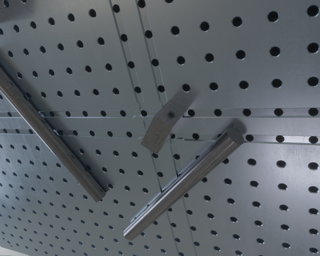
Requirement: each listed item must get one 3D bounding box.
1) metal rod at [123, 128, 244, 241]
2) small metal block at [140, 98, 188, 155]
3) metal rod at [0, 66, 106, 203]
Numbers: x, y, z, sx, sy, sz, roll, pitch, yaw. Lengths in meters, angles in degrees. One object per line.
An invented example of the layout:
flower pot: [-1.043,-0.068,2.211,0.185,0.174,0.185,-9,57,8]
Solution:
metal rod: [0.018,0.100,0.463,0.025,0.025,0.298,40,129,1]
small metal block: [0.005,-0.002,0.391,0.025,0.050,0.050,33,129,7]
metal rod: [-0.193,0.005,0.515,0.025,0.025,0.300,-30,102,38]
